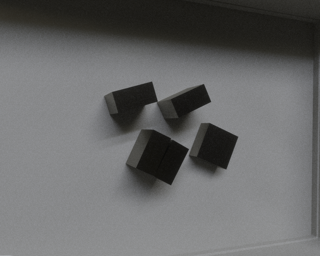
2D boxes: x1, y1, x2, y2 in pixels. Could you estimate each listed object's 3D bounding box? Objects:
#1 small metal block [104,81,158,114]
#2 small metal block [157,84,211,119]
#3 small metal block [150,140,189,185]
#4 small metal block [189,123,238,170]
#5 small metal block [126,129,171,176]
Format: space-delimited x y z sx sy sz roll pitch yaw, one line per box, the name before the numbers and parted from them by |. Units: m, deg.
small metal block | -0.037 -0.036 0.384 0.050 0.050 0.025 -18 97 -19
small metal block | 0.031 -0.034 0.410 0.050 0.050 0.025 -26 99 -18
small metal block | 0.006 0.042 0.401 0.025 0.050 0.050 31 80 -18
small metal block | 0.076 0.026 0.440 0.050 0.025 0.050 24 82 -19
small metal block | -0.016 0.030 0.392 0.025 0.050 0.050 27 81 -18
